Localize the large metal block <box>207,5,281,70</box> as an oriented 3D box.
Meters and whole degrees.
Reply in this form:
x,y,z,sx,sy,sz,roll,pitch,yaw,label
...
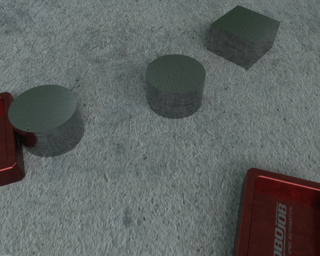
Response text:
x,y,z,sx,sy,sz,roll,pitch,yaw,label
0.138,-0.153,0.516,0.080,0.050,0.080,34,58,25,large metal block

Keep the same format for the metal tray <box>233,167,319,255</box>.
x,y,z,sx,sy,sz,roll,pitch,yaw,label
0.124,0.109,0.308,0.090,0.030,0.130,13,51,10,metal tray

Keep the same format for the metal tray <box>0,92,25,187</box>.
x,y,z,sx,sy,sz,roll,pitch,yaw,label
-0.224,0.017,0.383,0.091,0.030,0.130,-16,52,-13,metal tray

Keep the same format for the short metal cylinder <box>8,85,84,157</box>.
x,y,z,sx,sy,sz,roll,pitch,yaw,label
-0.142,-0.010,0.394,0.081,0.050,0.080,0,50,0,short metal cylinder

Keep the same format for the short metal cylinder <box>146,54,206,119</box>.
x,y,z,sx,sy,sz,roll,pitch,yaw,label
0.021,-0.059,0.437,0.081,0.050,0.080,0,50,0,short metal cylinder
